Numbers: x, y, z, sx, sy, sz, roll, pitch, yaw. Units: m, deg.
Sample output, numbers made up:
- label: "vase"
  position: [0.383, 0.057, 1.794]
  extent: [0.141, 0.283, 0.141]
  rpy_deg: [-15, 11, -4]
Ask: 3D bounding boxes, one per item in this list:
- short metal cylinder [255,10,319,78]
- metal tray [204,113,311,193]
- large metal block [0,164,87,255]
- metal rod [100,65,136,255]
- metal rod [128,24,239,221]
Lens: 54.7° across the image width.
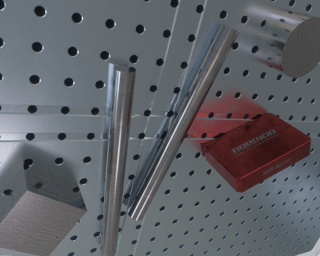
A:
- label: "short metal cylinder"
  position: [0.179, -0.115, 0.422]
  extent: [0.081, 0.050, 0.079]
  rpy_deg: [-14, 124, -21]
- label: "metal tray"
  position: [0.145, 0.032, 0.468]
  extent: [0.131, 0.090, 0.030]
  rpy_deg: [-25, 128, -13]
- label: "large metal block"
  position: [-0.151, 0.102, 0.376]
  extent: [0.080, 0.050, 0.080]
  rpy_deg: [35, 99, -39]
- label: "metal rod"
  position: [-0.060, 0.064, 0.417]
  extent: [0.025, 0.025, 0.298]
  rpy_deg: [-5, 121, -26]
- label: "metal rod"
  position: [0.025, 0.005, 0.427]
  extent: [0.025, 0.025, 0.298]
  rpy_deg: [13, 112, -34]
